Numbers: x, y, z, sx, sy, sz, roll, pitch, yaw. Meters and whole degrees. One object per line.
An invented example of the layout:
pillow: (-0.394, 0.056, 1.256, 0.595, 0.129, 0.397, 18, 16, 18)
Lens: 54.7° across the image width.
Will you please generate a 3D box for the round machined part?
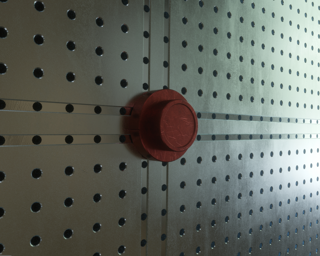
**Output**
round machined part: (0.012, -0.003, 0.410, 0.099, 0.042, 0.097, 0, 90, -40)
